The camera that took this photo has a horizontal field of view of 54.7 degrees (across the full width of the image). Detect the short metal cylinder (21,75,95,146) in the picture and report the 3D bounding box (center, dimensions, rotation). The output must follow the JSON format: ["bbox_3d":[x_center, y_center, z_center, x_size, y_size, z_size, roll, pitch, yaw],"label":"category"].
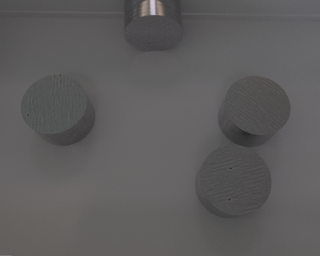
[{"bbox_3d":[-0.130,-0.022,0.403,0.081,0.050,0.080,0,70,0],"label":"short metal cylinder"}]

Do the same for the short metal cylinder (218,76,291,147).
[{"bbox_3d":[0.120,-0.021,0.405,0.081,0.050,0.080,0,70,0],"label":"short metal cylinder"}]

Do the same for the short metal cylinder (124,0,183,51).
[{"bbox_3d":[-0.010,-0.152,0.436,0.081,0.080,0.050,-2,70,-1],"label":"short metal cylinder"}]

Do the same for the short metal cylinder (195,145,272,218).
[{"bbox_3d":[0.085,0.066,0.373,0.081,0.050,0.080,0,70,0],"label":"short metal cylinder"}]
